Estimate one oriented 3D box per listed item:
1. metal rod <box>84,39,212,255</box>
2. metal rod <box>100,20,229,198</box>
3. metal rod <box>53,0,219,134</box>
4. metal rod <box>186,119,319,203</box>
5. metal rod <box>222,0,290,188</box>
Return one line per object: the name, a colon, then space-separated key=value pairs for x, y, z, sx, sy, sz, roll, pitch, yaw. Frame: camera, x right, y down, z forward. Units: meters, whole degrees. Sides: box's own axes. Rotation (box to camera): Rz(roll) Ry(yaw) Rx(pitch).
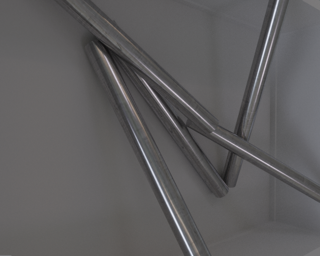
metal rod: x=-0.007 y=0.040 z=0.328 sx=0.025 sy=0.025 sz=0.299 roll=-21 pitch=81 yaw=-38
metal rod: x=0.017 y=-0.008 z=0.420 sx=0.025 sy=0.025 sz=0.300 roll=-51 pitch=120 yaw=-27
metal rod: x=-0.039 y=-0.088 z=0.341 sx=0.301 sy=0.025 sz=0.025 roll=39 pitch=66 yaw=-25
metal rod: x=0.169 y=0.058 z=0.461 sx=0.301 sy=0.025 sz=0.025 roll=29 pitch=71 yaw=-15
metal rod: x=0.132 y=-0.045 z=0.441 sx=0.025 sy=0.025 sz=0.298 roll=-13 pitch=122 yaw=-39
